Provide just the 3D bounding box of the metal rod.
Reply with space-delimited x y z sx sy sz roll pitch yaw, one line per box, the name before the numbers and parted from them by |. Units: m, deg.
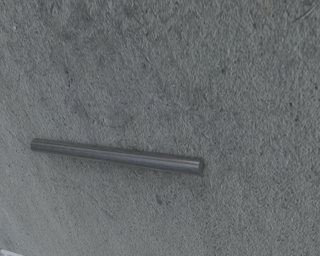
metal rod | -0.080 0.041 0.474 0.300 0.025 0.025 5 121 26
